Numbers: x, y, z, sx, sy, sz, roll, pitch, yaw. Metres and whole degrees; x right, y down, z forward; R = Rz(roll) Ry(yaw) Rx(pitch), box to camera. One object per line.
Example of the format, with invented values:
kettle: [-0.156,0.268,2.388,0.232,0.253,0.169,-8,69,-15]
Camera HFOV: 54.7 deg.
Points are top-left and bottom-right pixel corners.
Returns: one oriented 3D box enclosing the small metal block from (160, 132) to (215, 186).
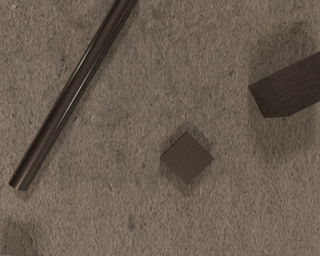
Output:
small metal block: [0.035,0.040,0.411,0.050,0.025,0.050,45,90,-1]

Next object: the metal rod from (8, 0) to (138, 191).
metal rod: [-0.112,-0.053,0.408,0.025,0.025,0.299,30,90,-1]

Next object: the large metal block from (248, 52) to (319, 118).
large metal block: [0.168,-0.053,0.385,0.080,0.080,0.050,-26,90,0]
